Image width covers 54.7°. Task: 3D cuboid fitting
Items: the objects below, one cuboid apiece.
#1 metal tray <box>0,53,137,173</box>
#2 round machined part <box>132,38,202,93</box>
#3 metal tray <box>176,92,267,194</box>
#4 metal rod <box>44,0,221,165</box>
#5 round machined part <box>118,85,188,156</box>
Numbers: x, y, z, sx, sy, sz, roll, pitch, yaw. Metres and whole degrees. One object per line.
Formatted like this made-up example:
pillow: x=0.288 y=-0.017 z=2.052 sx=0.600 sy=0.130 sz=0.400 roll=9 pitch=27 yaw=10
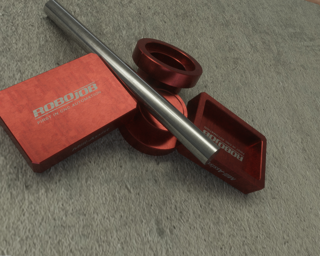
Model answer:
metal tray: x=-0.103 y=-0.022 z=0.346 sx=0.131 sy=0.030 sz=0.090 roll=-33 pitch=77 yaw=-29
round machined part: x=0.006 y=-0.083 z=0.434 sx=0.099 sy=0.042 sz=0.098 roll=20 pitch=32 yaw=-13
metal tray: x=0.089 y=0.021 z=0.423 sx=0.130 sy=0.030 sz=0.090 roll=33 pitch=51 yaw=-20
metal rod: x=-0.046 y=-0.067 z=0.378 sx=0.300 sy=0.025 sz=0.025 roll=44 pitch=50 yaw=19
round machined part: x=-0.004 y=-0.016 z=0.403 sx=0.099 sy=0.042 sz=0.098 roll=14 pitch=56 yaw=-21
